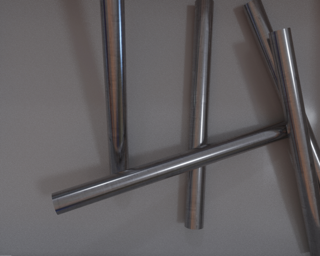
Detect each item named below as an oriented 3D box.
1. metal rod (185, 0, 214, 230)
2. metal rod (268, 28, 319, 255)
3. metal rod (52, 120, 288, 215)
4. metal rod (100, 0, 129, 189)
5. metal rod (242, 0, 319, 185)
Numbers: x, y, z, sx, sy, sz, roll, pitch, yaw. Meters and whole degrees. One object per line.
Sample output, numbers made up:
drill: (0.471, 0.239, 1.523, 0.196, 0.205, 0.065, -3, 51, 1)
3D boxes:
metal rod: (0.052, -0.018, 0.411, 0.025, 0.025, 0.298, 3, 90, 0)
metal rod: (0.179, 0.026, 0.392, 0.025, 0.025, 0.298, -14, 98, 0)
metal rod: (0.025, 0.043, 0.378, 0.302, 0.025, 0.025, -16, 90, -13)
metal rod: (-0.050, -0.057, 0.350, 0.025, 0.025, 0.298, 1, 115, 0)
metal rod: (0.177, -0.027, 0.412, 0.025, 0.025, 0.299, -22, 90, 0)
